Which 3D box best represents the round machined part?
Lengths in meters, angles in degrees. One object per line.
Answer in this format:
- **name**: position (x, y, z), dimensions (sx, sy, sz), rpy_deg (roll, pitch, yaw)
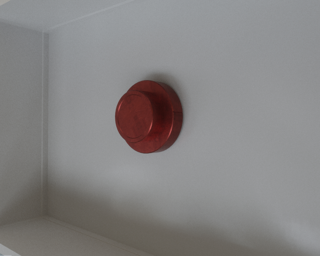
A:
- **round machined part**: position (-0.021, -0.015, 0.411), dimensions (0.098, 0.042, 0.097), rpy_deg (0, 90, 40)
